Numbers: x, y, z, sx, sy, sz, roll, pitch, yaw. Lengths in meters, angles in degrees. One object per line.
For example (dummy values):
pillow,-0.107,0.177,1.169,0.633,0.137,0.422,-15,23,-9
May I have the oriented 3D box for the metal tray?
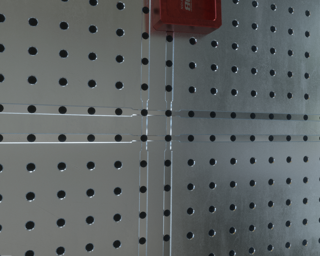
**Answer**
metal tray,0.036,-0.200,0.422,0.091,0.030,0.129,-2,91,-20
